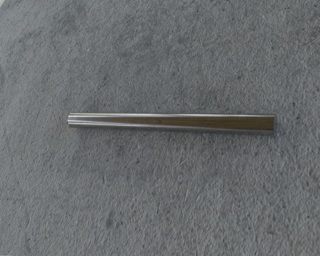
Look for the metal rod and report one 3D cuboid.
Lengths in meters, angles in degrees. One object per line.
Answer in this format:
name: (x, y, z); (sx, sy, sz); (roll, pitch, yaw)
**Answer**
metal rod: (-0.004, -0.008, 0.413); (0.300, 0.025, 0.025); (2, 63, 29)
